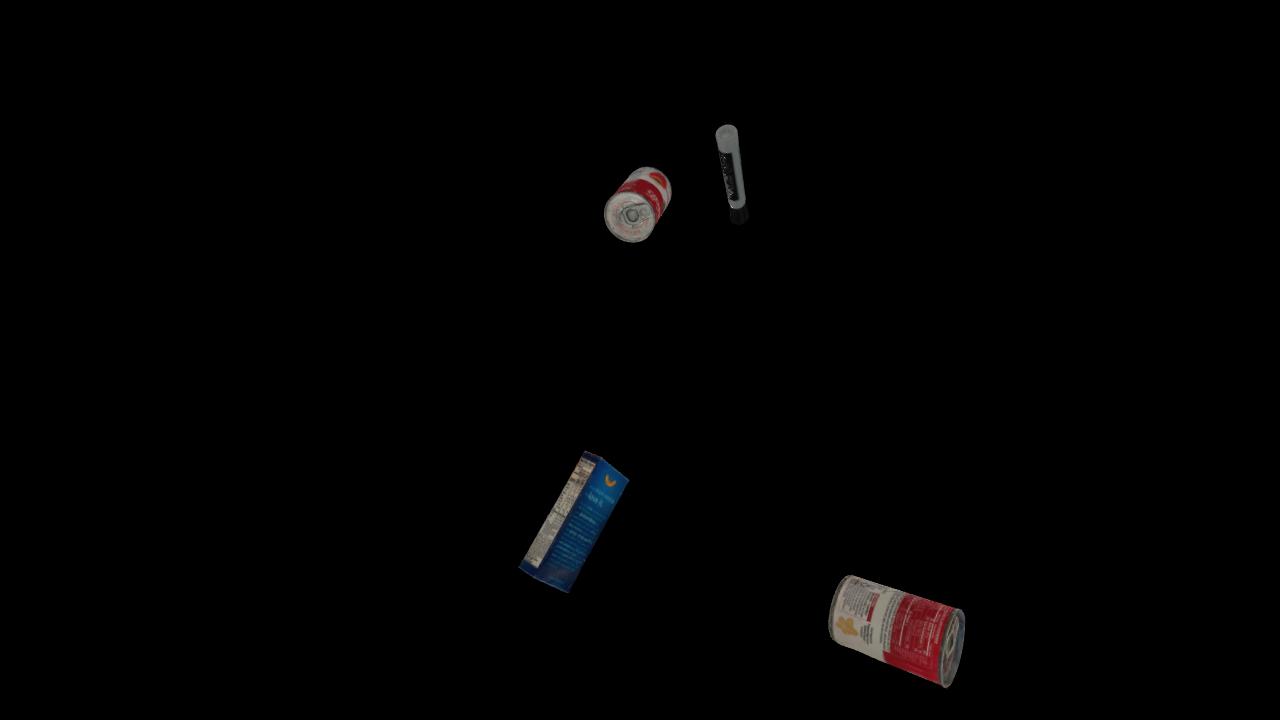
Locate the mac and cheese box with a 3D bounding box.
[{"bbox_3d":[-0.091,0.233,0.885,0.041,0.184,0.093,16,-22,37],"label":"mac and cheese box"}]

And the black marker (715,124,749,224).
[{"bbox_3d":[0.088,-0.167,0.574,0.020,0.020,0.121,0,-25,15],"label":"black marker"}]

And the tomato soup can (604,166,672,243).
[{"bbox_3d":[-0.001,-0.205,0.806,0.068,0.068,0.101,0,34,18],"label":"tomato soup can"}]

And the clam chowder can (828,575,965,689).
[{"bbox_3d":[0.236,0.247,0.570,0.102,0.068,0.068,7,5,41],"label":"clam chowder can"}]
